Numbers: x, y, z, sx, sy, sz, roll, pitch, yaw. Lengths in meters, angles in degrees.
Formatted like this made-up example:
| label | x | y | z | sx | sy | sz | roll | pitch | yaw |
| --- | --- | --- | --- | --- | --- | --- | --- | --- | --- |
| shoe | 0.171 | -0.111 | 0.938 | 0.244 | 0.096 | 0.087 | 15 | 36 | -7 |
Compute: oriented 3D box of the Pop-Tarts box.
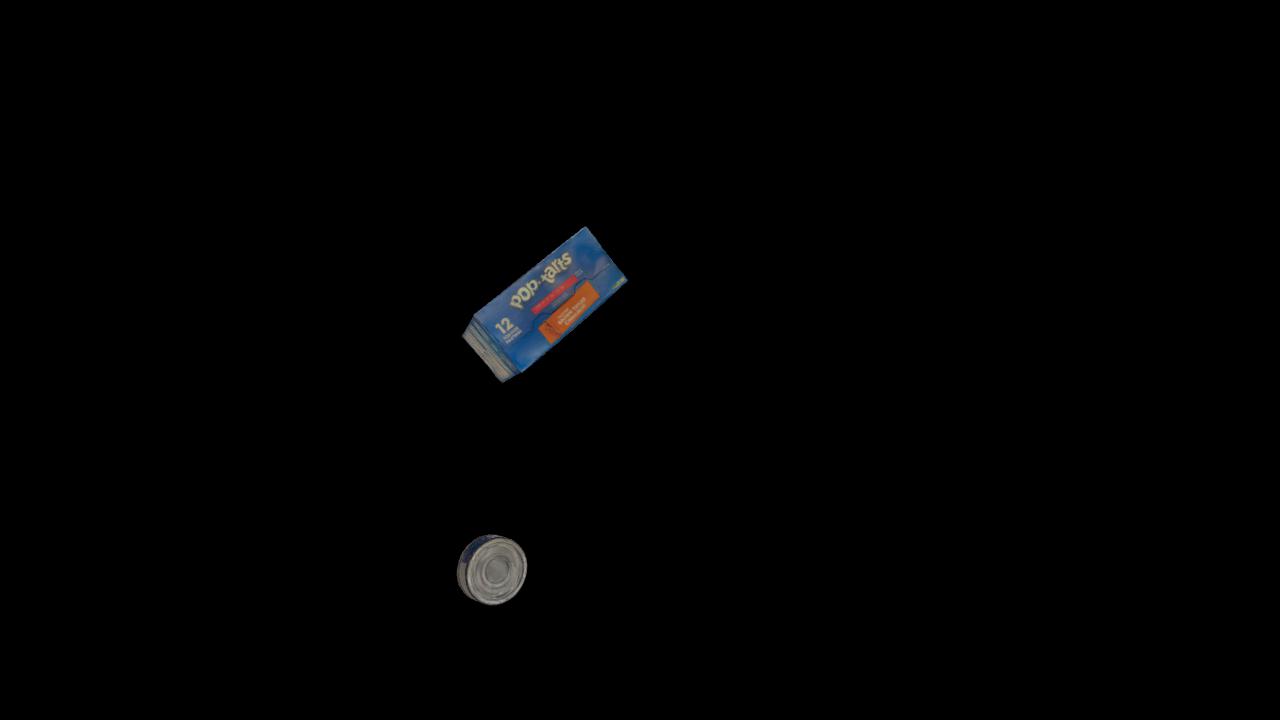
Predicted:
| label | x | y | z | sx | sy | sz | roll | pitch | yaw |
| --- | --- | --- | --- | --- | --- | --- | --- | --- | --- |
| Pop-Tarts box | -0.117 | -0.060 | 0.735 | 0.167 | 0.083 | 0.141 | -44 | 9 | -21 |

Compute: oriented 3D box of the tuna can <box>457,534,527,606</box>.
| label | x | y | z | sx | sy | sz | roll | pitch | yaw |
| --- | --- | --- | --- | --- | --- | --- | --- | --- | --- |
| tuna can | -0.187 | 0.267 | 0.785 | 0.084 | 0.084 | 0.034 | 0 | -8 | -36 |
